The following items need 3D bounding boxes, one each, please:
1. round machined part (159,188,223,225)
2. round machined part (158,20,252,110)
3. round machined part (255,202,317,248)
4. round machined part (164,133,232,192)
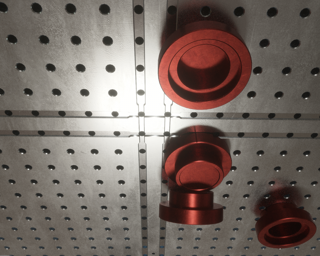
[{"bbox_3d":[0.048,0.118,0.480,0.099,0.042,0.098,2,175,0],"label":"round machined part"},{"bbox_3d":[0.047,-0.071,0.341,0.099,0.042,0.097,-1,130,0],"label":"round machined part"},{"bbox_3d":[0.218,0.169,0.548,0.099,0.042,0.097,-1,130,0],"label":"round machined part"},{"bbox_3d":[0.055,0.056,0.450,0.099,0.042,0.097,-1,130,0],"label":"round machined part"}]
